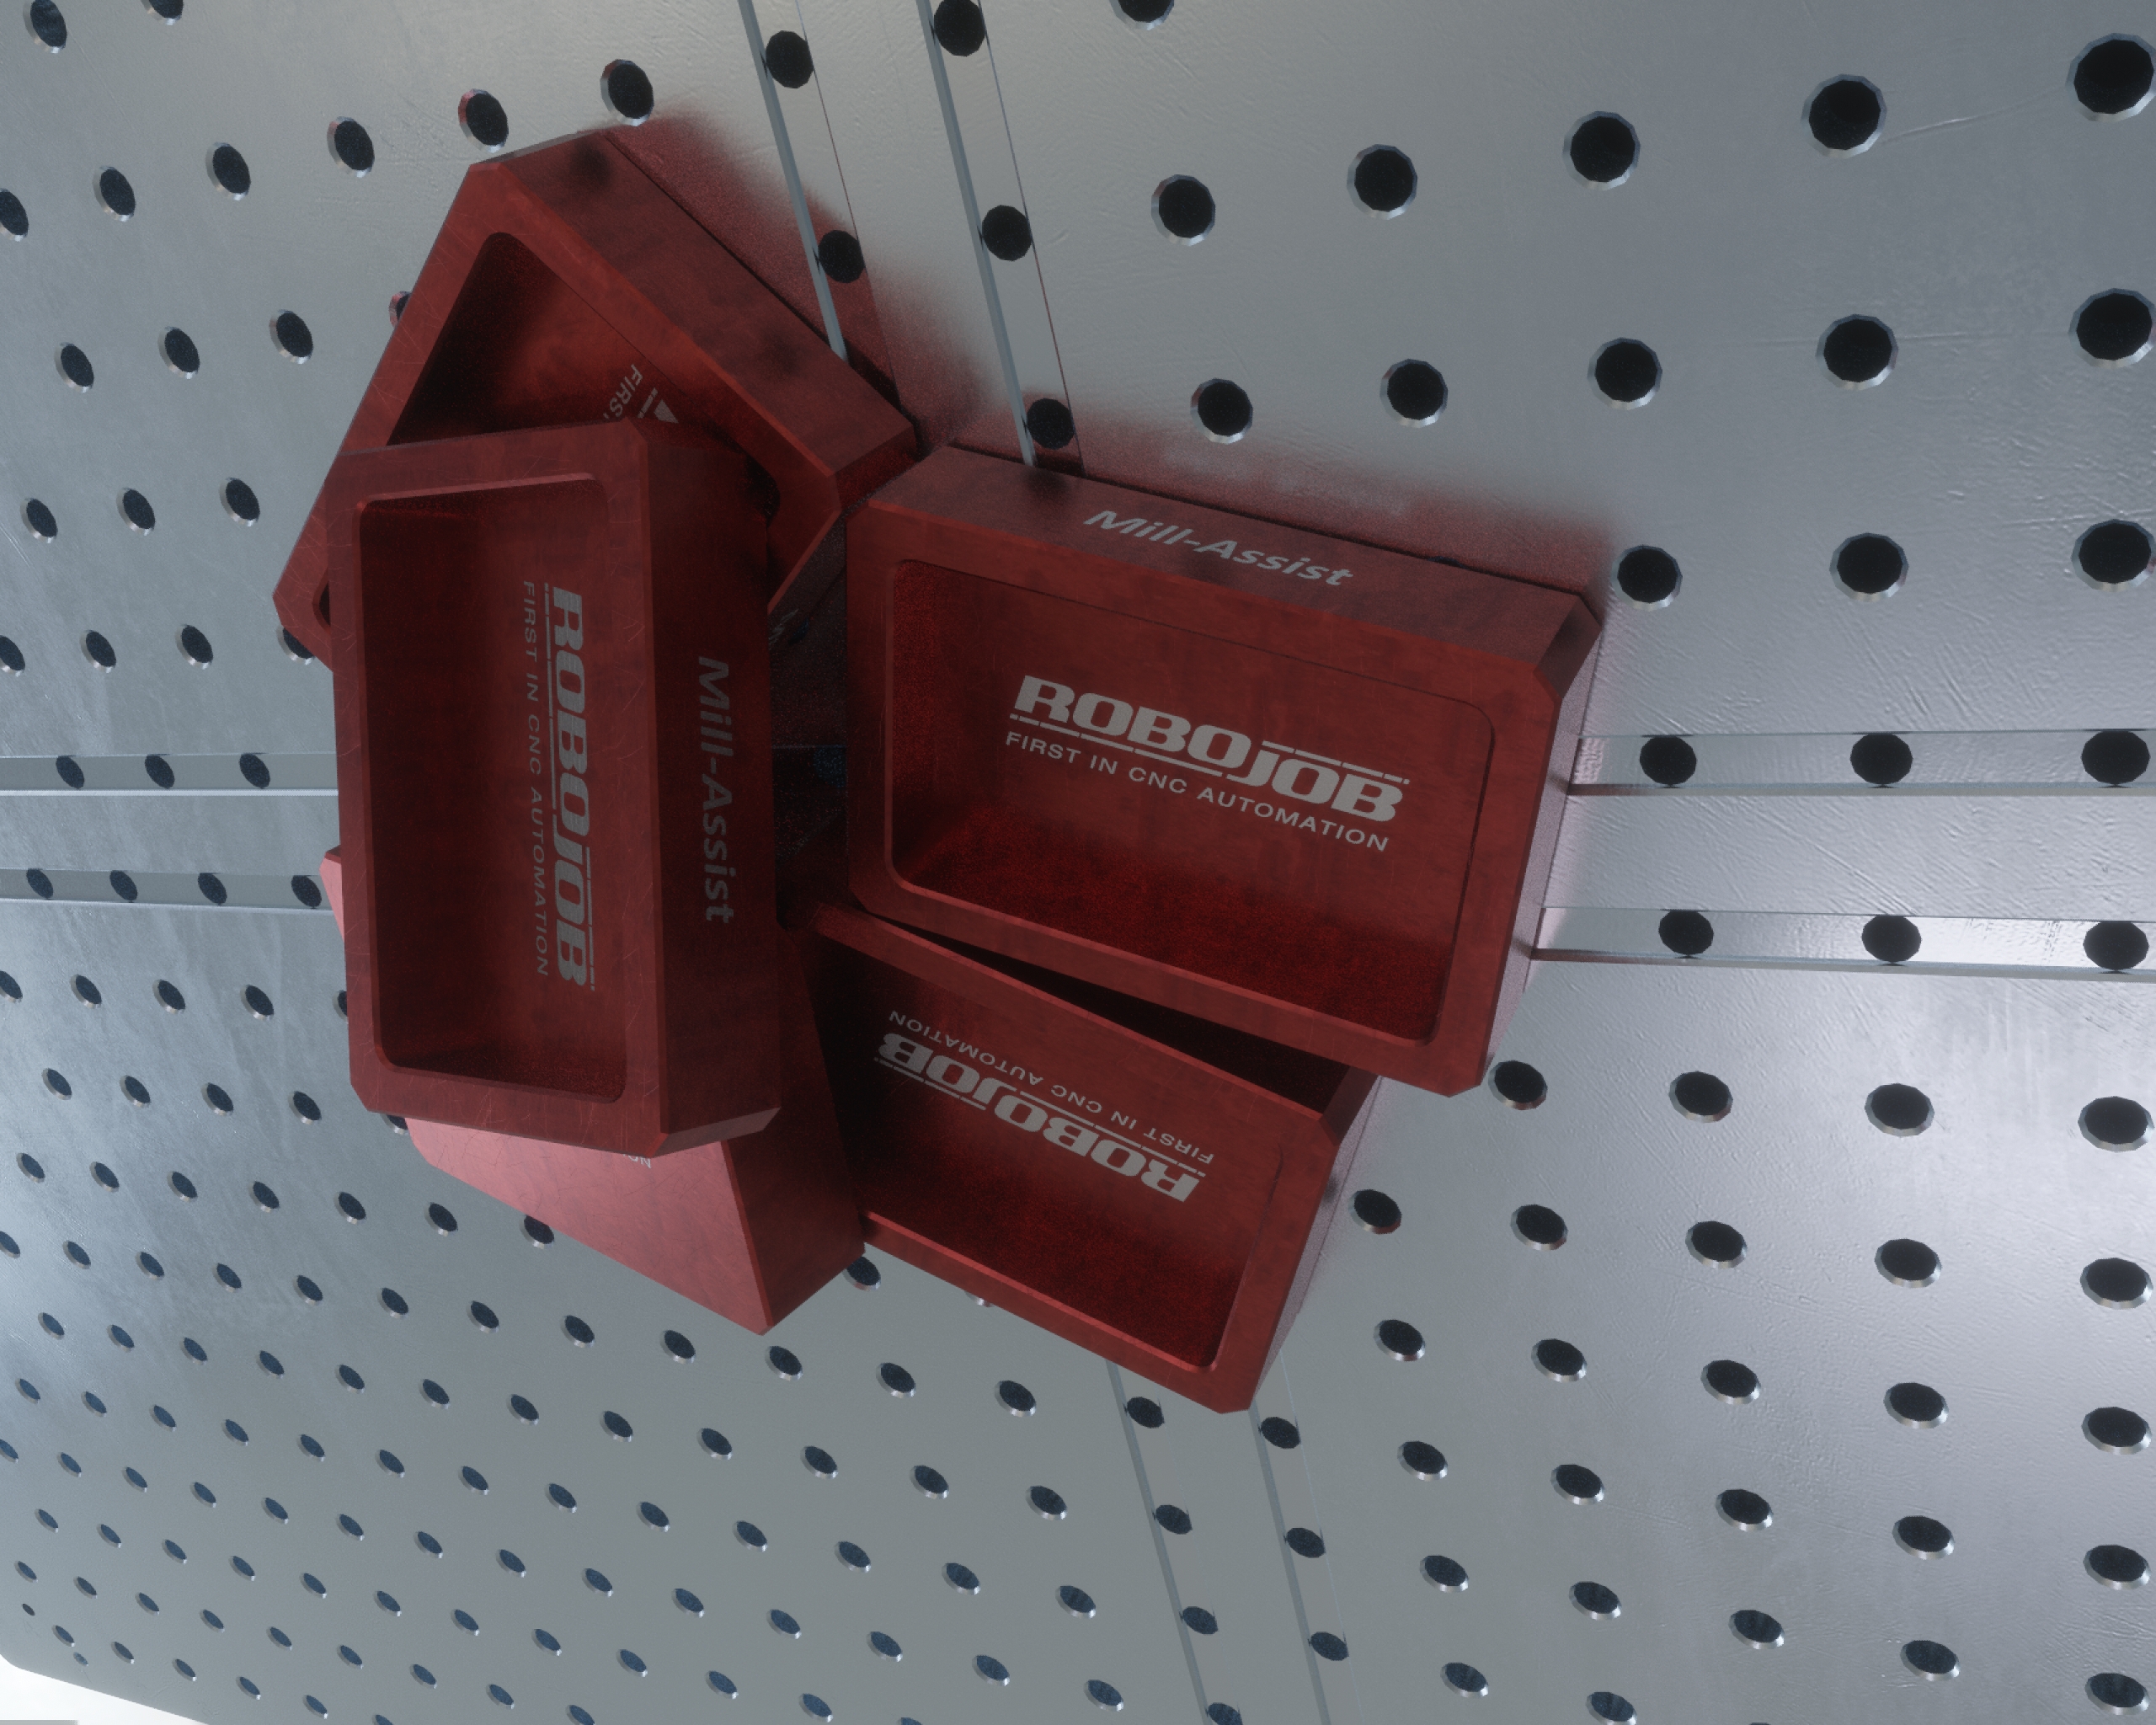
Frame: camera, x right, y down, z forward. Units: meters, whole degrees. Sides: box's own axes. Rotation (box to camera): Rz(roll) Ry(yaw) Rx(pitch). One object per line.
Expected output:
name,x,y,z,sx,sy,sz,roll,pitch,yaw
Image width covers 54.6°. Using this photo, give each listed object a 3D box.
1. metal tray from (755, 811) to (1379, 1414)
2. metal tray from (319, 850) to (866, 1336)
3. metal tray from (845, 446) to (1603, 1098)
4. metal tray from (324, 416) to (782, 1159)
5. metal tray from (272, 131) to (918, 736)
metal tray,-0.009,0.053,0.445,0.130,0.030,0.089,23,128,14
metal tray,-0.111,0.044,0.472,0.130,0.030,0.089,16,127,36
metal tray,0.021,-0.017,0.385,0.130,0.030,0.089,17,126,18
metal tray,-0.101,-0.015,0.397,0.090,0.030,0.129,2,96,35
metal tray,-0.101,-0.066,0.420,0.090,0.030,0.129,43,129,-1
